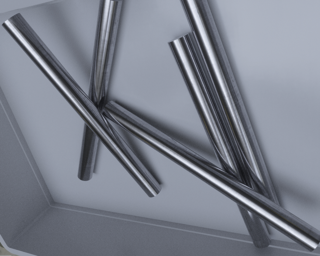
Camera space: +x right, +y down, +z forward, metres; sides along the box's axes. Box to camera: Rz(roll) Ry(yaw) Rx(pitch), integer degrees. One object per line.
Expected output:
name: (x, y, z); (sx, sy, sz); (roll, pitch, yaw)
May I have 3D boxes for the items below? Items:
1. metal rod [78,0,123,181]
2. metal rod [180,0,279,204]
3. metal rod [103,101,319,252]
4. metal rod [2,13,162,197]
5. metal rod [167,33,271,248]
metal rod: (-0.090, -0.033, 0.435); (0.025, 0.025, 0.298); (27, 128, 11)
metal rod: (0.088, -0.012, 0.354); (0.025, 0.025, 0.299); (-12, 112, 33)
metal rod: (0.050, 0.049, 0.385); (0.300, 0.025, 0.025); (32, 129, 17)
metal rod: (-0.090, -0.015, 0.416); (0.025, 0.025, 0.300); (-19, 118, 35)
metal rod: (0.081, 0.030, 0.384); (0.025, 0.025, 0.299); (-13, 112, 33)
